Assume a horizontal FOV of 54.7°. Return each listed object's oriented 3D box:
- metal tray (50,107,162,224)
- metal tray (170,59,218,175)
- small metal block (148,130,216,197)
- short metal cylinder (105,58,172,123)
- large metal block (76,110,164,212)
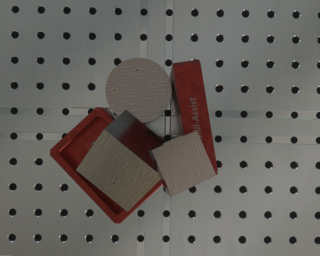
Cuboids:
[{"bbox_3d":[-0.066,0.048,0.409,0.090,0.030,0.130,-43,91,0],"label":"metal tray"},{"bbox_3d":[0.039,-0.010,0.381,0.030,0.090,0.129,-9,90,0],"label":"metal tray"},{"bbox_3d":[0.022,0.036,0.319,0.050,0.025,0.050,-24,91,-12],"label":"small metal block"},{"bbox_3d":[-0.026,-0.046,0.400,0.081,0.050,0.079,0,90,-1],"label":"short metal cylinder"},{"bbox_3d":[-0.040,0.040,0.369,0.080,0.050,0.080,40,125,-1],"label":"large metal block"}]
